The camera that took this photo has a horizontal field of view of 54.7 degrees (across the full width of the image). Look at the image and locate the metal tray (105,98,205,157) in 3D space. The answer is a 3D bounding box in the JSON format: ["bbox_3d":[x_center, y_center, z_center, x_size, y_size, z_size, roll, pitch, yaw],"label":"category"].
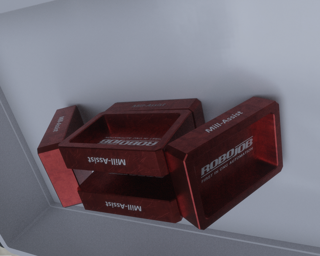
[{"bbox_3d":[-0.004,0.010,0.412,0.130,0.030,0.089,-1,118,28],"label":"metal tray"}]

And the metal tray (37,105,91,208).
[{"bbox_3d":[-0.123,0.033,0.426,0.030,0.130,0.089,-15,116,0],"label":"metal tray"}]

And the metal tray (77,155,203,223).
[{"bbox_3d":[-0.022,0.066,0.378,0.130,0.090,0.030,0,118,28],"label":"metal tray"}]

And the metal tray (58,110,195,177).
[{"bbox_3d":[-0.036,0.013,0.352,0.130,0.090,0.030,0,118,28],"label":"metal tray"}]

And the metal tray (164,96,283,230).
[{"bbox_3d":[0.073,0.033,0.322,0.030,0.131,0.089,23,134,52],"label":"metal tray"}]
